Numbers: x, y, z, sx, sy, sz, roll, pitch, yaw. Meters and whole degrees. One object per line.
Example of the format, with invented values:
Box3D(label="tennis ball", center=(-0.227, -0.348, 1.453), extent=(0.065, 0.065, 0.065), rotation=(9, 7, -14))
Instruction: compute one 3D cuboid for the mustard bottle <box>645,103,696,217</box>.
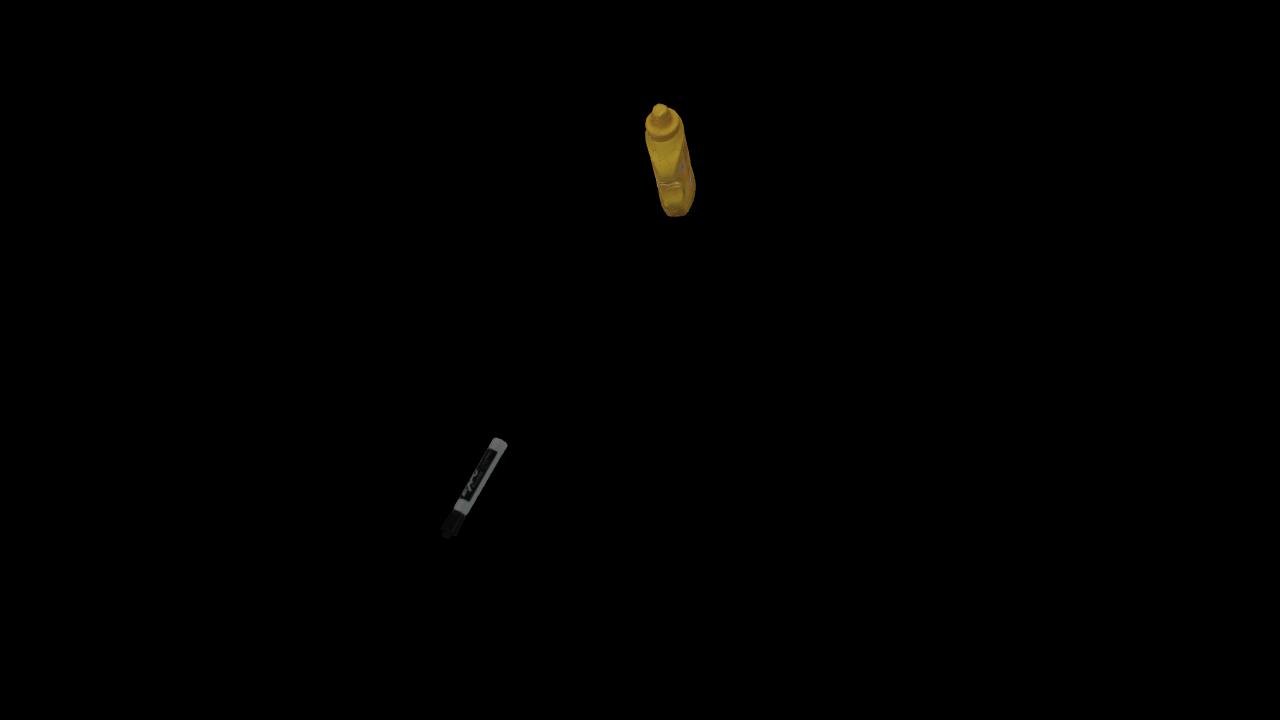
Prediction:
Box3D(label="mustard bottle", center=(0.040, -0.273, 0.816), extent=(0.054, 0.092, 0.184), rotation=(5, -15, 12))

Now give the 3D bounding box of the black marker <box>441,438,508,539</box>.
Box3D(label="black marker", center=(-0.185, 0.142, 0.685), extent=(0.020, 0.121, 0.020), rotation=(18, -32, 12))
